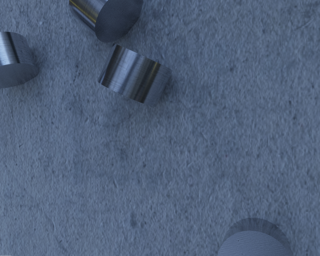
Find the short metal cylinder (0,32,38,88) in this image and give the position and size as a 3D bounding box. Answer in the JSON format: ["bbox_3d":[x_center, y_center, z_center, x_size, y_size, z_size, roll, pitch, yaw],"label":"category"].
[{"bbox_3d":[-0.231,-0.099,0.459,0.080,0.080,0.050,-24,82,18],"label":"short metal cylinder"}]

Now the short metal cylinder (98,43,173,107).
[{"bbox_3d":[-0.031,-0.066,0.390,0.080,0.080,0.050,27,99,17],"label":"short metal cylinder"}]

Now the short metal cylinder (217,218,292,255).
[{"bbox_3d":[0.110,0.150,0.357,0.080,0.050,0.079,0,90,19],"label":"short metal cylinder"}]

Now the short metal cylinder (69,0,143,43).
[{"bbox_3d":[-0.069,-0.160,0.403,0.050,0.080,0.080,44,104,14],"label":"short metal cylinder"}]
